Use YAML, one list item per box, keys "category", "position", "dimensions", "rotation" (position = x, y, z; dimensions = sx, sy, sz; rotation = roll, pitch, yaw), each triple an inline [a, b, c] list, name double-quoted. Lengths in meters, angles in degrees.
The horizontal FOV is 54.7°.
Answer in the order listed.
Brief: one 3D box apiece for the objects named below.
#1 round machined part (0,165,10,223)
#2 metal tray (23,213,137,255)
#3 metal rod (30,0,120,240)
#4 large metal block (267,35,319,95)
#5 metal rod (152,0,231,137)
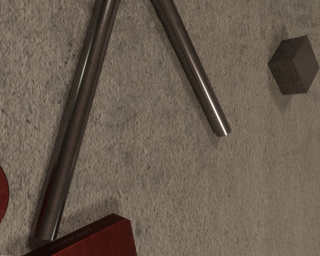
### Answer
- category: "round machined part"
  position: [-0.174, 0.060, 0.249]
  dimensions: [0.099, 0.042, 0.097]
  rotation: [0, 90, -40]
- category: "metal tray"
  position: [-0.085, 0.160, 0.332]
  dimensions: [0.131, 0.030, 0.089]
  rotation: [-17, 101, -39]
- category: "metal rod"
  position: [-0.084, -0.035, 0.335]
  dimensions: [0.025, 0.025, 0.299]
  rotation: [21, 77, -39]
- category: "large metal block"
  position: [0.268, -0.124, 0.617]
  dimensions: [0.080, 0.050, 0.080]
  rotation: [-53, 121, -27]
- category: "metal rod"
  position: [0.034, -0.114, 0.434]
  dimensions: [0.025, 0.025, 0.299]
  rotation: [-44, 117, -31]
